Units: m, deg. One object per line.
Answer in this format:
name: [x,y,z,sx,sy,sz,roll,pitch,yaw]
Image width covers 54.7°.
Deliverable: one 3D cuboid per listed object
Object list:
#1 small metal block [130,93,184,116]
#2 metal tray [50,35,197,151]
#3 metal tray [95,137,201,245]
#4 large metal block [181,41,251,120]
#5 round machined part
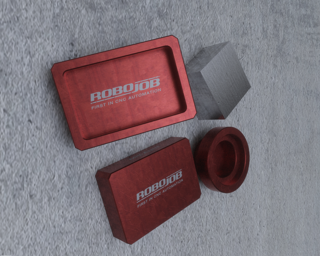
small metal block: [-0.002,-0.028,0.386,0.050,0.050,0.025,4,88,-40]
metal tray: [-0.036,-0.037,0.327,0.131,0.030,0.089,-16,98,-9]
metal tray: [-0.008,0.073,0.395,0.131,0.030,0.089,-23,105,-38]
large metal block: [0.079,-0.068,0.455,0.080,0.050,0.080,-47,118,-30]
round machined part: [0.089,0.046,0.469,0.099,0.042,0.097,0,90,-40]
